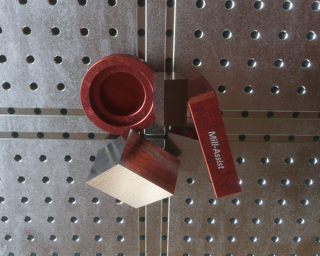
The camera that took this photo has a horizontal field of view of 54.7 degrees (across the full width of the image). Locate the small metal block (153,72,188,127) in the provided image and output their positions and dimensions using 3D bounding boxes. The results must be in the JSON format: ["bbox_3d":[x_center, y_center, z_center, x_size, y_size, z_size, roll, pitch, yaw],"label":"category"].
[{"bbox_3d":[0.010,-0.034,0.344,0.025,0.050,0.050,-5,109,-14],"label":"small metal block"}]

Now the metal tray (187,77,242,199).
[{"bbox_3d":[0.062,0.009,0.383,0.030,0.090,0.129,-17,110,6],"label":"metal tray"}]

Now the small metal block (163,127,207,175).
[{"bbox_3d":[0.033,0.030,0.419,0.050,0.025,0.050,15,114,5],"label":"small metal block"}]

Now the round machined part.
[{"bbox_3d":[-0.046,-0.044,0.387,0.099,0.042,0.097,0,110,-1],"label":"round machined part"}]

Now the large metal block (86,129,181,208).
[{"bbox_3d":[-0.034,0.056,0.396,0.080,0.050,0.080,34,139,-23],"label":"large metal block"}]
